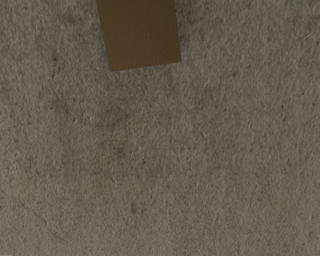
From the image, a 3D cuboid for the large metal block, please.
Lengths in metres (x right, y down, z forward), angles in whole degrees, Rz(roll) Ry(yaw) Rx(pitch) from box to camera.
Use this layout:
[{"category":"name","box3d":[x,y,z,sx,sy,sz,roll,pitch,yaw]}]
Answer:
[{"category":"large metal block","box3d":[-0.022,-0.113,0.354,0.080,0.050,0.079,-8,110,2]}]
